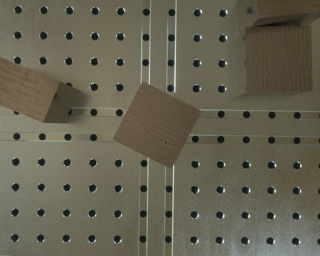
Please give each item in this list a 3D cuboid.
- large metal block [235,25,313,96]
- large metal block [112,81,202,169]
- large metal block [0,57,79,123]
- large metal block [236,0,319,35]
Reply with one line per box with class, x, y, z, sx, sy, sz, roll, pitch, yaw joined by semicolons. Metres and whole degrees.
large metal block;0.145;-0.084;0.402;0.080;0.050;0.080;-1;90;0
large metal block;-0.003;-0.003;0.401;0.080;0.050;0.080;27;90;0
large metal block;-0.158;-0.044;0.385;0.080;0.080;0.050;23;90;0
large metal block;0.147;-0.152;0.387;0.080;0.080;0.050;-7;90;0
